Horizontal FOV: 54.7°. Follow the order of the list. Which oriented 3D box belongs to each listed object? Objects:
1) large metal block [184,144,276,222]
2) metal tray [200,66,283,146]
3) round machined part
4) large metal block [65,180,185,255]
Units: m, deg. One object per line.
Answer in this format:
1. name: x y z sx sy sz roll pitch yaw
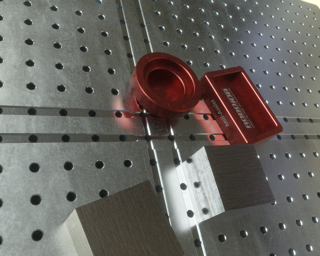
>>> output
1. large metal block: 0.088 0.068 0.397 0.081 0.050 0.080 -1 62 -29
2. metal tray: 0.126 -0.033 0.492 0.091 0.030 0.130 -17 71 -35
3. round machined part: 0.004 -0.055 0.433 0.099 0.042 0.098 14 56 -21
4. large metal block: -0.036 0.108 0.306 0.081 0.050 0.080 -16 70 -34
